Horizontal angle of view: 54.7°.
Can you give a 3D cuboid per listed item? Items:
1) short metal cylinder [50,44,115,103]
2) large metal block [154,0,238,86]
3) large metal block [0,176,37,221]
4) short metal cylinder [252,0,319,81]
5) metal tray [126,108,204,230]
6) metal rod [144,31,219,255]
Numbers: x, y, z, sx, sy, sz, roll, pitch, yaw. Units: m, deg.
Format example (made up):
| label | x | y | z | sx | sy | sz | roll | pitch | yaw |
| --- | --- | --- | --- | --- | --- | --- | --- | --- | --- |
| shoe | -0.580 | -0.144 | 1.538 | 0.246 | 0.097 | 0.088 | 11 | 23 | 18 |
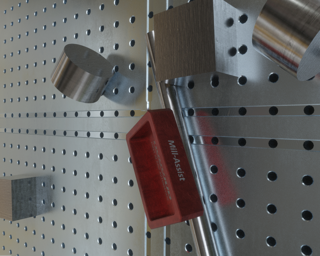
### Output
| label | x | y | z | sx | sy | sz | roll | pitch | yaw |
| --- | --- | --- | --- | --- | --- | --- | --- | --- | --- |
| short metal cylinder | -0.117 | -0.083 | 0.470 | 0.080 | 0.081 | 0.050 | 53 | 121 | 27 |
| large metal block | 0.041 | -0.096 | 0.360 | 0.080 | 0.050 | 0.080 | -3 | 88 | 40 |
| large metal block | -0.301 | 0.142 | 0.642 | 0.080 | 0.050 | 0.080 | -4 | 88 | 40 |
| short metal cylinder | 0.128 | -0.088 | 0.268 | 0.050 | 0.081 | 0.080 | 47 | 118 | 29 |
| metal tray | 0.000 | 0.052 | 0.381 | 0.090 | 0.030 | 0.129 | -42 | 60 | 56 |
| metal rod | 0.025 | 0.018 | 0.388 | 0.025 | 0.025 | 0.299 | -22 | 76 | 38 |
